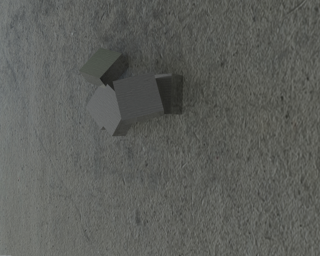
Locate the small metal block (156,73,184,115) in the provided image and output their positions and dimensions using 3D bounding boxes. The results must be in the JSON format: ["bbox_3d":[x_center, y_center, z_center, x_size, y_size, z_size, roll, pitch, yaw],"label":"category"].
[{"bbox_3d":[0.002,-0.043,0.403,0.050,0.025,0.050,3,92,39],"label":"small metal block"}]

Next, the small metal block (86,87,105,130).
[{"bbox_3d":[-0.080,-0.032,0.469,0.050,0.025,0.050,-52,60,27],"label":"small metal block"}]

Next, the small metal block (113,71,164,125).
[{"bbox_3d":[-0.026,-0.036,0.377,0.050,0.025,0.050,-14,78,-2],"label":"small metal block"}]

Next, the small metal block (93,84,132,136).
[{"bbox_3d":[-0.058,-0.024,0.418,0.050,0.025,0.050,45,117,30],"label":"small metal block"}]

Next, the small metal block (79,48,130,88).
[{"bbox_3d":[-0.082,-0.088,0.457,0.050,0.025,0.050,24,68,37],"label":"small metal block"}]
